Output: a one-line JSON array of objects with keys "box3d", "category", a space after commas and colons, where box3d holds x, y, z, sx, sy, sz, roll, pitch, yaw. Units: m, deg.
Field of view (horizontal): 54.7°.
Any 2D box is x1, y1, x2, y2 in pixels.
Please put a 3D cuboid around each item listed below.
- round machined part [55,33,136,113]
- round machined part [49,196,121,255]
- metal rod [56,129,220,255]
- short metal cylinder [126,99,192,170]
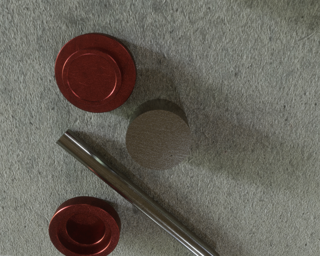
[{"box3d": [-0.079, -0.064, 0.376, 0.099, 0.042, 0.097, 0, 110, 0], "category": "round machined part"}, {"box3d": [-0.106, 0.141, 0.451, 0.099, 0.042, 0.097, 0, 110, 0], "category": "round machined part"}, {"box3d": [-0.023, 0.109, 0.449, 0.300, 0.025, 0.025, 43, 105, -14], "category": "metal rod"}, {"box3d": [-0.002, 0.007, 0.399, 0.081, 0.050, 0.079, 0, 110, 0], "category": "short metal cylinder"}]
